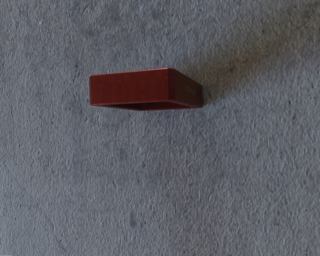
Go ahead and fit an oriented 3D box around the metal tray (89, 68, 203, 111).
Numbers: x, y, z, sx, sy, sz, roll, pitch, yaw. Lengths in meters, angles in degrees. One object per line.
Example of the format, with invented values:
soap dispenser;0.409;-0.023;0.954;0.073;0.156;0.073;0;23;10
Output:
metal tray;-0.008;-0.039;0.355;0.090;0.130;0.030;-2;90;20
